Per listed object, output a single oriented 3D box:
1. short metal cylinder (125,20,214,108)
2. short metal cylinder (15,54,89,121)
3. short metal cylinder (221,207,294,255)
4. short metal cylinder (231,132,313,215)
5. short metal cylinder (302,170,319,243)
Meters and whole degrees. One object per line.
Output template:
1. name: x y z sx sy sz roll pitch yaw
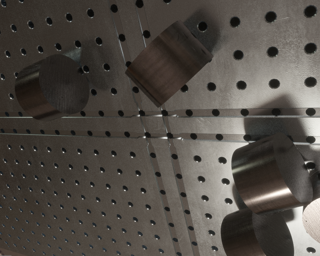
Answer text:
1. short metal cylinder: 0.010 -0.067 0.328 0.050 0.080 0.080 47 129 -5
2. short metal cylinder: -0.143 -0.053 0.416 0.050 0.080 0.080 -12 112 33
3. short metal cylinder: 0.125 0.141 0.397 0.080 0.080 0.050 48 129 -6
4. short metal cylinder: 0.124 0.051 0.342 0.050 0.080 0.080 -29 103 37
5. short metal cylinder: 0.203 0.089 0.343 0.080 0.050 0.079 13 124 20
